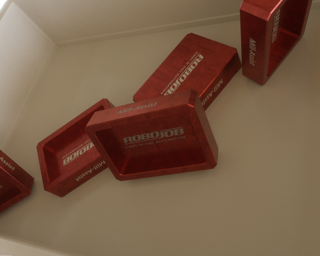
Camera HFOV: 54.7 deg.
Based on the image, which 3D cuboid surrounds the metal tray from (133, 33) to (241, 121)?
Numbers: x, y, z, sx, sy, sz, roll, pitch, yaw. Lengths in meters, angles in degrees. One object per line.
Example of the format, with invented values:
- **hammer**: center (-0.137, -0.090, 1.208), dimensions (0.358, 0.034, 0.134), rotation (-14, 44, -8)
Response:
- **metal tray**: center (0.036, -0.064, 0.423), dimensions (0.090, 0.030, 0.130), rotation (34, 81, 38)

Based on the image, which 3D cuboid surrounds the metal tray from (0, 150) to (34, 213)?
- **metal tray**: center (-0.257, 0.065, 0.432), dimensions (0.090, 0.130, 0.030), rotation (-31, 31, 8)

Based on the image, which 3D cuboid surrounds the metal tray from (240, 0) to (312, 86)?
- **metal tray**: center (0.128, -0.115, 0.339), dimensions (0.030, 0.130, 0.090), rotation (36, 82, 25)

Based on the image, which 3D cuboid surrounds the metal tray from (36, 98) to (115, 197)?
- **metal tray**: center (-0.110, 0.027, 0.443), dimensions (0.130, 0.030, 0.090), rotation (-34, 51, 6)

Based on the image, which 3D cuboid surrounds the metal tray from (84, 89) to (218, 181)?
- **metal tray**: center (-0.008, 0.013, 0.357), dimensions (0.130, 0.090, 0.030), rotation (-11, 34, 22)
